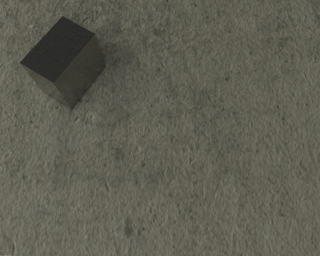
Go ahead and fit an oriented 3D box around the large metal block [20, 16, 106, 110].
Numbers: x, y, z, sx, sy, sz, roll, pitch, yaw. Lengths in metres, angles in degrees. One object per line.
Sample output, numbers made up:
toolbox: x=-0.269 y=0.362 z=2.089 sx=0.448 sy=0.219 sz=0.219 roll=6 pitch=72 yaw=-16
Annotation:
large metal block: x=-0.122 y=-0.082 z=0.408 sx=0.050 sy=0.080 sz=0.080 roll=31 pitch=73 yaw=10
